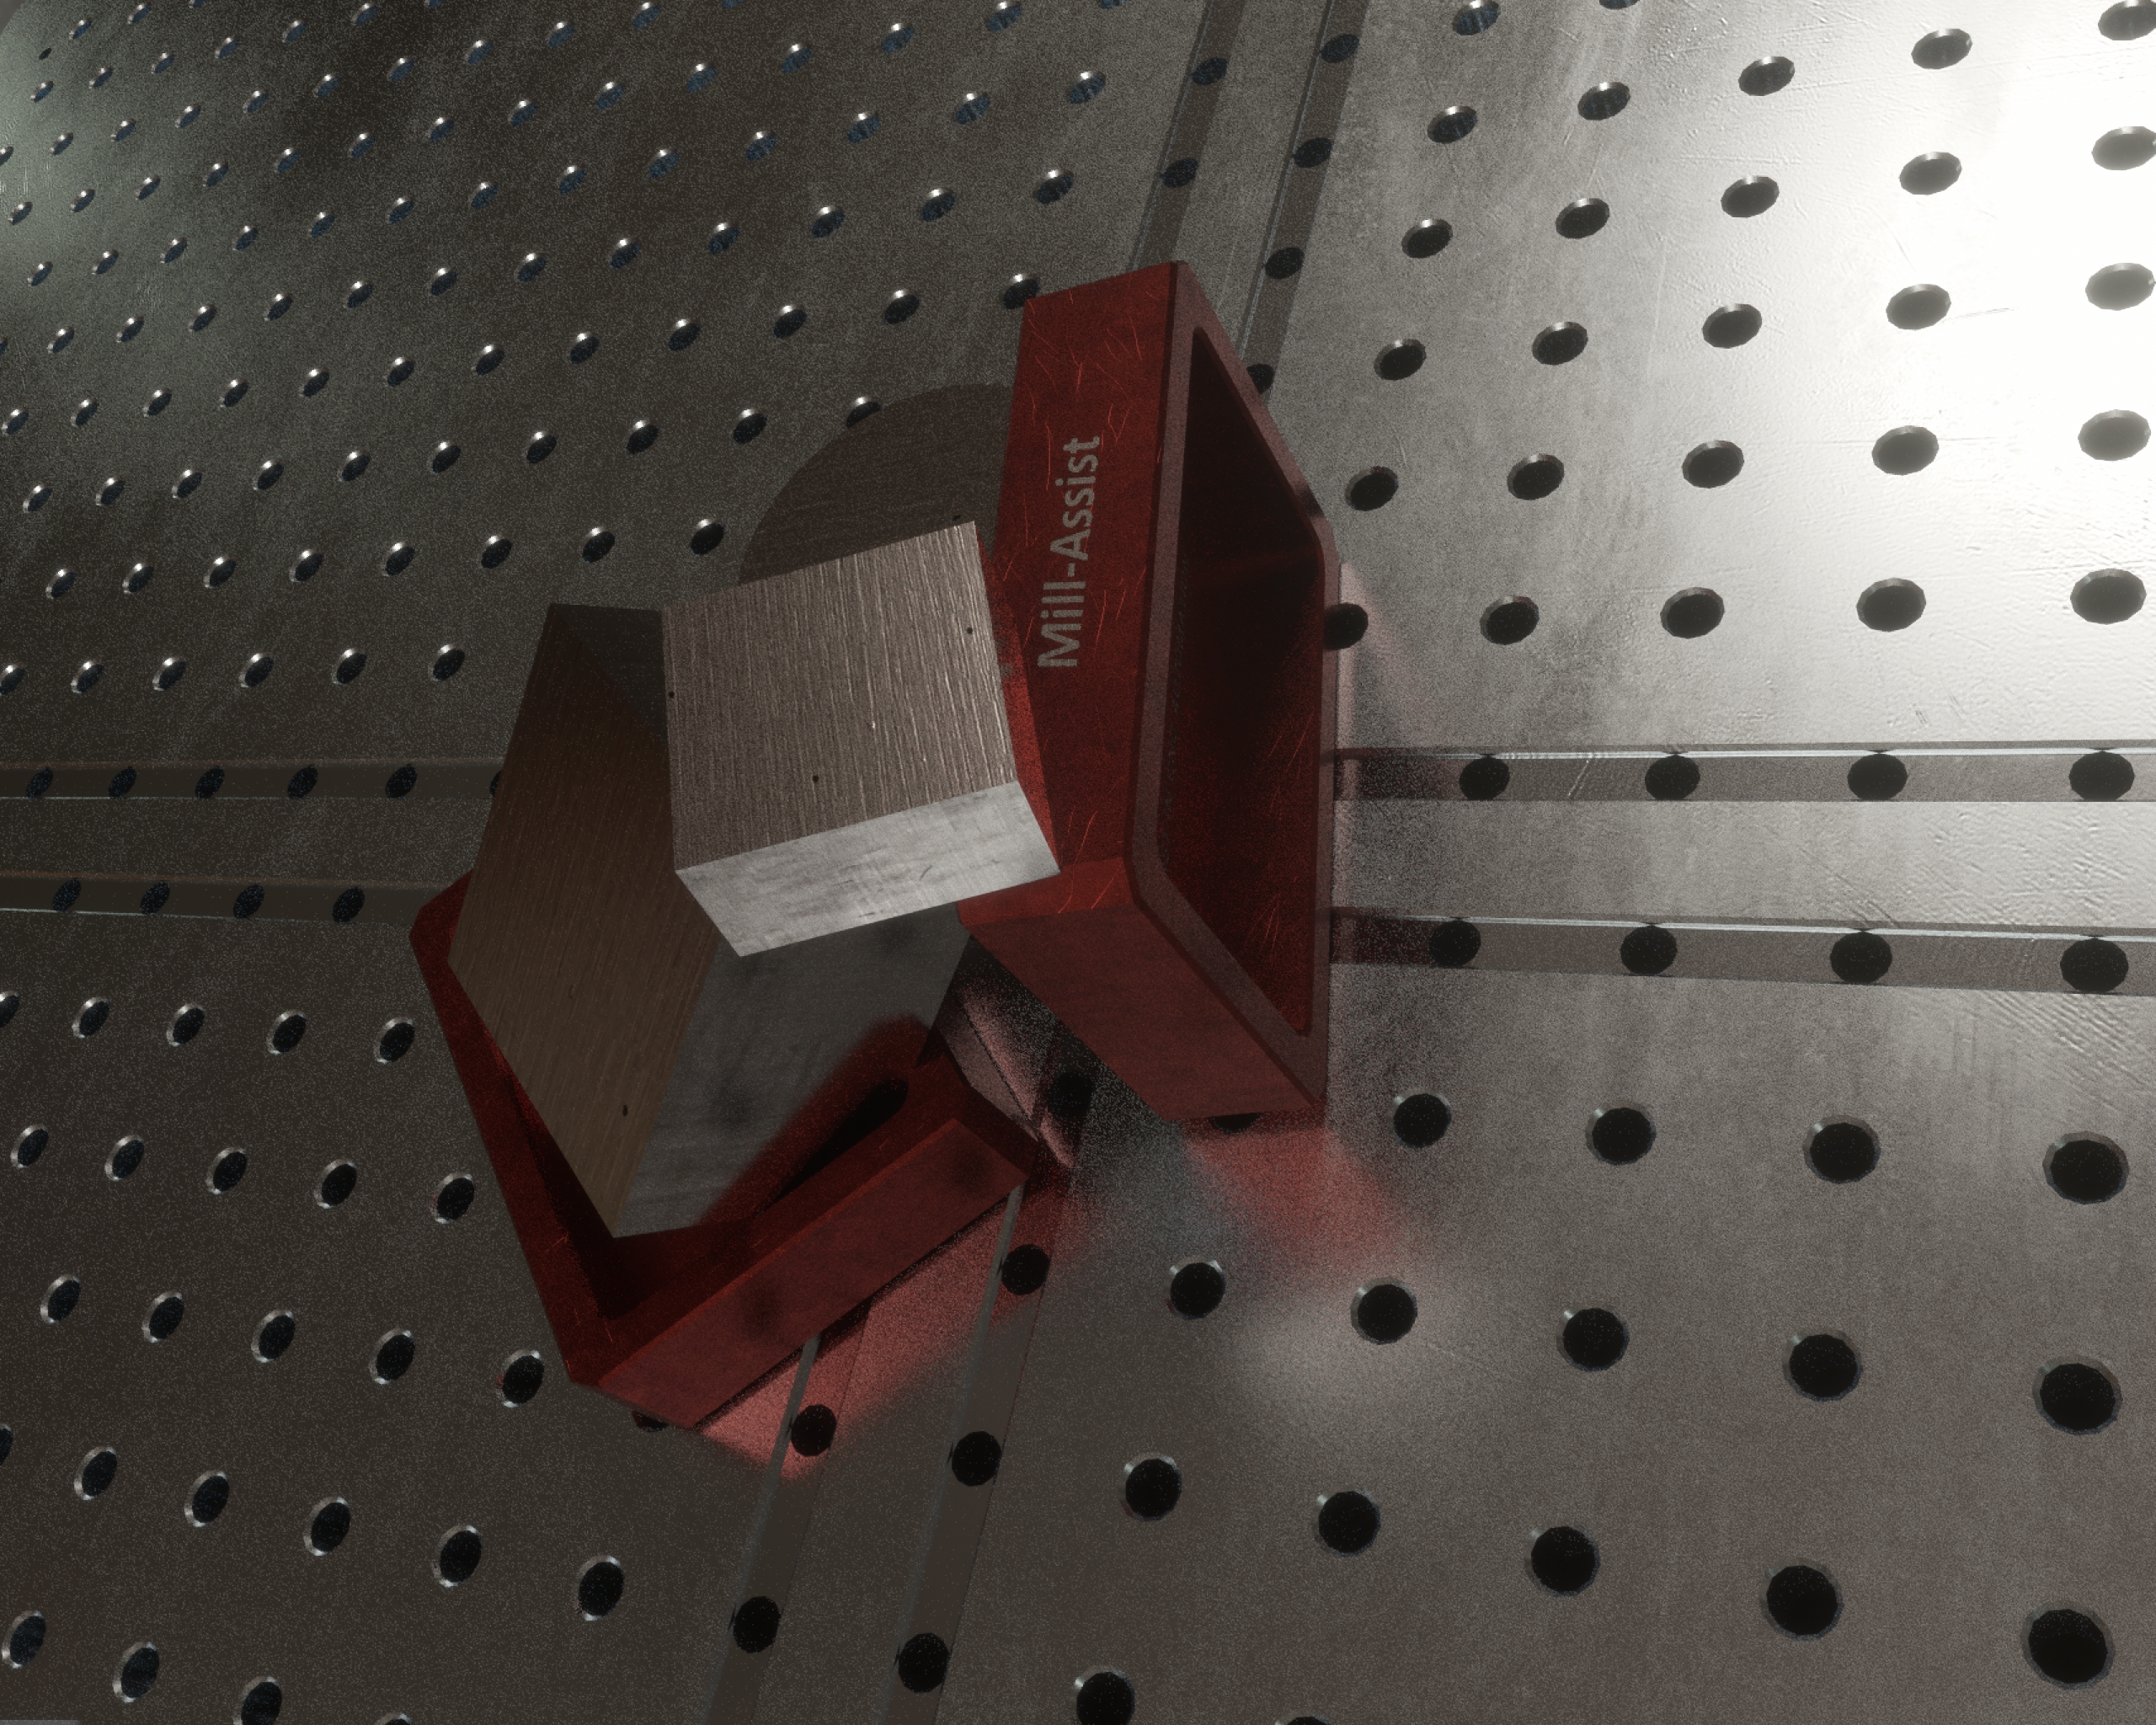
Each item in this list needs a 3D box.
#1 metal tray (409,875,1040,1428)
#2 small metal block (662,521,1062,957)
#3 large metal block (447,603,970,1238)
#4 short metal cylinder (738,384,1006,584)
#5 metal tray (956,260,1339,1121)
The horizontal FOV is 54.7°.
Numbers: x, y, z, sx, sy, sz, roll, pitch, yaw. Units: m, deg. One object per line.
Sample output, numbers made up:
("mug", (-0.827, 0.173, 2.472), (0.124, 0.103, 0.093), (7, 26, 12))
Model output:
("metal tray", (-0.076, 0.034, 0.420), (0.090, 0.030, 0.130), (-37, 51, 3))
("small metal block", (-0.033, -0.019, 0.315), (0.050, 0.025, 0.050), (-15, 55, 6))
("large metal block", (-0.068, 0.009, 0.381), (0.080, 0.050, 0.079), (46, 124, 38))
("short metal cylinder", (-0.023, -0.052, 0.435), (0.080, 0.050, 0.080), (-13, 56, 20))
("metal tray", (0.017, -0.030, 0.374), (0.030, 0.090, 0.130), (-9, 58, 23))
